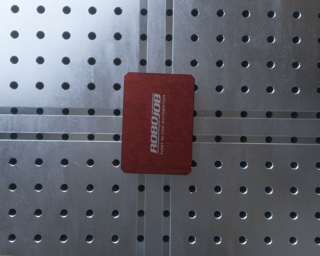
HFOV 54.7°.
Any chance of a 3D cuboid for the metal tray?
[{"bbox_3d":[-0.003,-0.006,0.410,0.091,0.030,0.129,2,90,-1],"label":"metal tray"}]
